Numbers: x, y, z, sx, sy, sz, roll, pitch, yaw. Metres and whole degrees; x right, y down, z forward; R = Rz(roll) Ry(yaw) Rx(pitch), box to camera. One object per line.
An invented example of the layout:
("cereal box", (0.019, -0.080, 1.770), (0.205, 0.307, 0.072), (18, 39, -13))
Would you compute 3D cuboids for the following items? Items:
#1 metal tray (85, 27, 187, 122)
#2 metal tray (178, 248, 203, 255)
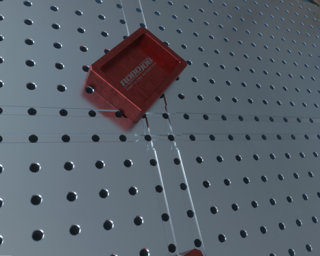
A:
("metal tray", (-0.029, -0.080, 0.437), (0.090, 0.030, 0.131), (40, 51, -1))
("metal tray", (0.030, 0.199, 0.299), (0.091, 0.030, 0.130), (-18, 71, -35))
